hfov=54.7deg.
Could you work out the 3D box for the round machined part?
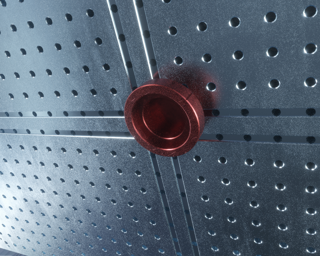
[{"bbox_3d":[0.009,-0.016,0.384,0.098,0.042,0.097,13,124,20],"label":"round machined part"}]
